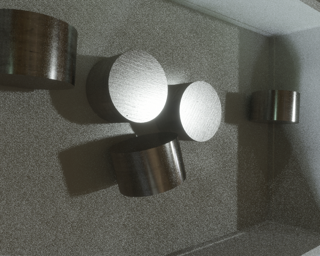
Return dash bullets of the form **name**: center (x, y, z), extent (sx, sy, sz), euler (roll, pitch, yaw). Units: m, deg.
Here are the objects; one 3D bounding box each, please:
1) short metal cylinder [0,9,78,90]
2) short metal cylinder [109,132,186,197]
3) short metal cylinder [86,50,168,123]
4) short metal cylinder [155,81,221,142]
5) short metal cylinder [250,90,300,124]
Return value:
- **short metal cylinder**: center (-0.116, -0.065, 0.274), extent (0.081, 0.080, 0.050), euler (4, 88, -40)
- **short metal cylinder**: center (-0.014, 0.040, 0.361), extent (0.081, 0.080, 0.050), euler (-21, 104, -38)
- **short metal cylinder**: center (-0.038, -0.046, 0.360), extent (0.081, 0.050, 0.079), euler (0, 90, -40)
- **short metal cylinder**: center (0.039, -0.022, 0.425), extent (0.081, 0.050, 0.079), euler (0, 90, -40)
- **short metal cylinder**: center (0.201, -0.035, 0.543), extent (0.081, 0.080, 0.050), euler (6, 86, -40)
